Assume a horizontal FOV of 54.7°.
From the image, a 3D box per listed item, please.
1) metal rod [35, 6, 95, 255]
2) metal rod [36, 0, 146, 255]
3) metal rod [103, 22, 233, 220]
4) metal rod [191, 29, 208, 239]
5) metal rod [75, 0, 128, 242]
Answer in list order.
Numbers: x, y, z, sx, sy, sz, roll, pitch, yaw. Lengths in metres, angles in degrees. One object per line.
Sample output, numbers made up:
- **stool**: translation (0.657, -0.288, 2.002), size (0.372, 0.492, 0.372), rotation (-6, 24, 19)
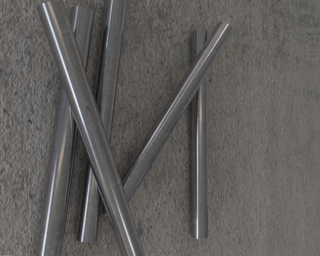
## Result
- **metal rod**: translation (-0.100, 0.022, 0.320), size (0.025, 0.025, 0.298), rotation (11, 83, -40)
- **metal rod**: translation (-0.062, 0.027, 0.318), size (0.025, 0.025, 0.298), rotation (-26, 106, -37)
- **metal rod**: translation (0.016, -0.020, 0.398), size (0.025, 0.025, 0.300), rotation (43, 70, -32)
- **metal rod**: translation (0.058, 0.009, 0.452), size (0.025, 0.025, 0.298), rotation (0, 90, -40)
- **metal rod**: translation (-0.064, -0.027, 0.351), size (0.025, 0.025, 0.298), rotation (10, 83, -40)
